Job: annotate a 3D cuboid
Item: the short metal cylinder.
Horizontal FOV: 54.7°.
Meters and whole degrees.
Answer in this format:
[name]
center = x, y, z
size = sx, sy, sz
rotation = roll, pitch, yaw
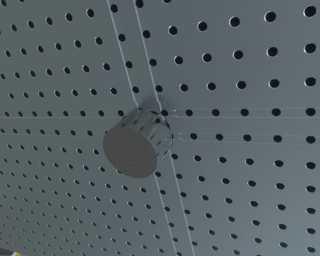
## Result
[short metal cylinder]
center = -0.030, 0.022, 0.423
size = 0.080, 0.050, 0.079
rotation = 13, 124, 20
